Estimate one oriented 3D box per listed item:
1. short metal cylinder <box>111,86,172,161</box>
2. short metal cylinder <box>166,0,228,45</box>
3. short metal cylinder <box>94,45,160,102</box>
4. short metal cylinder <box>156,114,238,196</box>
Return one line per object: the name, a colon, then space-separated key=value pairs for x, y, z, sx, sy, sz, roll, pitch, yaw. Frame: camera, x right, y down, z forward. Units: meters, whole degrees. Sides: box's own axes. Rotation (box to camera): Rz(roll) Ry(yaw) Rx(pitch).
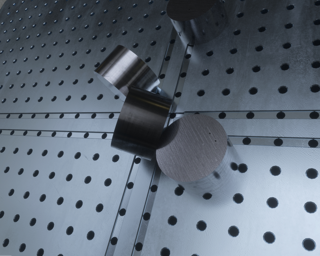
short metal cylinder: x=-0.022 y=-0.006 z=0.379 sx=0.050 sy=0.080 sz=0.080 roll=19 pitch=68 yaw=-2
short metal cylinder: x=0.057 y=-0.173 z=0.469 sx=0.080 sy=0.050 sz=0.080 roll=-13 pitch=56 yaw=21
short metal cylinder: x=-0.047 y=-0.071 z=0.441 sx=0.050 sy=0.080 sz=0.080 roll=-49 pitch=52 yaw=-6
short metal cylinder: x=0.043 y=0.031 z=0.351 sx=0.080 sy=0.050 sz=0.080 roll=-13 pitch=56 yaw=21
